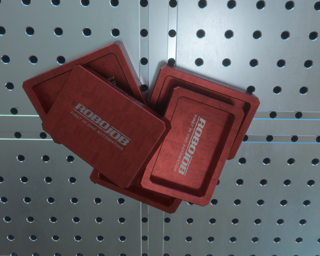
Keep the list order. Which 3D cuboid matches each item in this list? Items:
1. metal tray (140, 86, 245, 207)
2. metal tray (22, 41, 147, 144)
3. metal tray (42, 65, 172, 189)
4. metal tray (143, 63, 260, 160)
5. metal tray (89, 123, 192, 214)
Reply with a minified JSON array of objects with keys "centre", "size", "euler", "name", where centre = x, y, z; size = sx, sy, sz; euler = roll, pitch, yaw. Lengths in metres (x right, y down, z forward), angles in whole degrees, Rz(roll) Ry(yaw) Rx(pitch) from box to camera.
[{"centre":[0.037,0.022,0.386],"size":[0.090,0.030,0.129],"euler":[19,97,-7],"name":"metal tray"},{"centre":[-0.092,-0.044,0.394],"size":[0.130,0.030,0.090],"euler":[-21,109,8],"name":"metal tray"},{"centre":[-0.064,-0.003,0.366],"size":[0.130,0.030,0.090],"euler":[34,100,11],"name":"metal tray"},{"centre":[0.049,-0.020,0.402],"size":[0.131,0.030,0.089],"euler":[18,109,-6],"name":"metal tray"},{"centre":[-0.019,0.055,0.431],"size":[0.131,0.030,0.090],"euler":[25,108,-9],"name":"metal tray"}]
